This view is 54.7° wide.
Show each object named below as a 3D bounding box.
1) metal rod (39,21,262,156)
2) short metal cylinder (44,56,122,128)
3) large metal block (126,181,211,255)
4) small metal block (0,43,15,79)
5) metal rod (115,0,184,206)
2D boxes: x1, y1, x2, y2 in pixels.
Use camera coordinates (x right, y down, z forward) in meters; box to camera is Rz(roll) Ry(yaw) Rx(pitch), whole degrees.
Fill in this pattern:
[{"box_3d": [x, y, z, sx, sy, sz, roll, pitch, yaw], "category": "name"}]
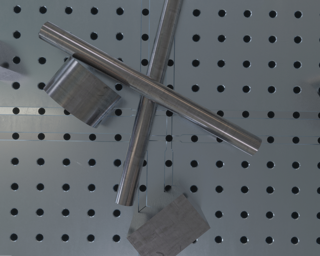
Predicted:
[{"box_3d": [-0.012, -0.049, 0.387, 0.301, 0.025, 0.025, 29, 90, 0], "category": "metal rod"}, {"box_3d": [-0.094, -0.044, 0.385, 0.080, 0.080, 0.050, 39, 90, 0], "category": "short metal cylinder"}, {"box_3d": [0.010, 0.117, 0.386, 0.080, 0.080, 0.050, -38, 90, 0], "category": "large metal block"}, {"box_3d": [-0.221, -0.093, 0.399, 0.025, 0.050, 0.050, -27, 90, 0], "category": "small metal block"}, {"box_3d": [-0.012, -0.045, 0.413, 0.025, 0.025, 0.298, 14, 90, 0], "category": "metal rod"}]
